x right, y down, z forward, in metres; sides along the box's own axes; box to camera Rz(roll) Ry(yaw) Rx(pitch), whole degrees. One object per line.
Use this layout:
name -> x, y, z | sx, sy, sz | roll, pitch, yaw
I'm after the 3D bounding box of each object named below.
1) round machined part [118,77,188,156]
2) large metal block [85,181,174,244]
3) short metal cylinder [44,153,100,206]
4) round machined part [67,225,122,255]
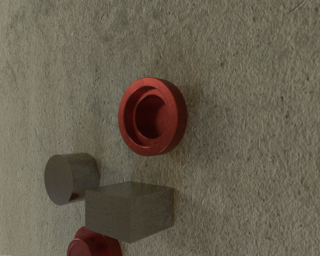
round machined part -> -0.005, -0.014, 0.396 | 0.098, 0.042, 0.097 | 0, 90, 39
large metal block -> -0.038, 0.103, 0.399 | 0.080, 0.081, 0.050 | 0, 90, 39
short metal cylinder -> -0.144, 0.081, 0.504 | 0.080, 0.050, 0.079 | 0, 90, 39
round machined part -> -0.107, 0.200, 0.479 | 0.098, 0.042, 0.097 | 0, 90, 39
